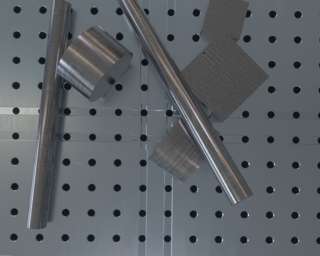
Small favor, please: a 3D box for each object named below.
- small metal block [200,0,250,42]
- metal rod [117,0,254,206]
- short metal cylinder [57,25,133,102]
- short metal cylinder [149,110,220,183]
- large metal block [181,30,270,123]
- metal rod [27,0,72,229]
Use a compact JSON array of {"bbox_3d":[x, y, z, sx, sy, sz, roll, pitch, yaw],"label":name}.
[{"bbox_3d":[0.085,-0.146,0.414,0.050,0.025,0.050,15,90,0],"label":"small metal block"},{"bbox_3d":[0.017,-0.052,0.361,0.025,0.025,0.299,-27,69,0],"label":"metal rod"},{"bbox_3d":[-0.079,-0.079,0.385,0.050,0.080,0.080,41,90,0],"label":"short metal cylinder"},{"bbox_3d":[0.030,0.022,0.386,0.050,0.080,0.080,38,90,0],"label":"short metal cylinder"},{"bbox_3d":[0.077,-0.063,0.402,0.080,0.050,0.080,-45,90,0],"label":"large metal block"},{"bbox_3d":[-0.147,-0.018,0.412,0.025,0.025,0.298,6,90,0],"label":"metal rod"}]
